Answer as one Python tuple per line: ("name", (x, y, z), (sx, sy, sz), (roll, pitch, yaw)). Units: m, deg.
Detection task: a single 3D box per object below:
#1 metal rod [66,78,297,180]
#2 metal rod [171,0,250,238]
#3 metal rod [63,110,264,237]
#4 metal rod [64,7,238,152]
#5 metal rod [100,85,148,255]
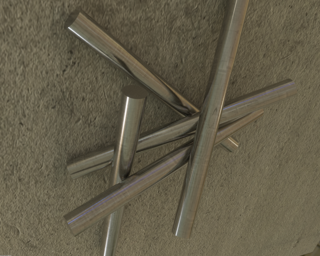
("metal rod", (0.031, -0.001, 0.393), (0.302, 0.025, 0.025), (-20, 127, -5))
("metal rod", (0.061, -0.016, 0.369), (0.025, 0.025, 0.298), (11, 94, -33))
("metal rod", (0.024, 0.037, 0.388), (0.302, 0.025, 0.025), (-29, 129, -27))
("metal rod", (0.014, -0.039, 0.389), (0.301, 0.025, 0.025), (34, 99, -39))
("metal rod", (-0.053, 0.079, 0.392), (0.025, 0.025, 0.298), (-7, 132, -25))
